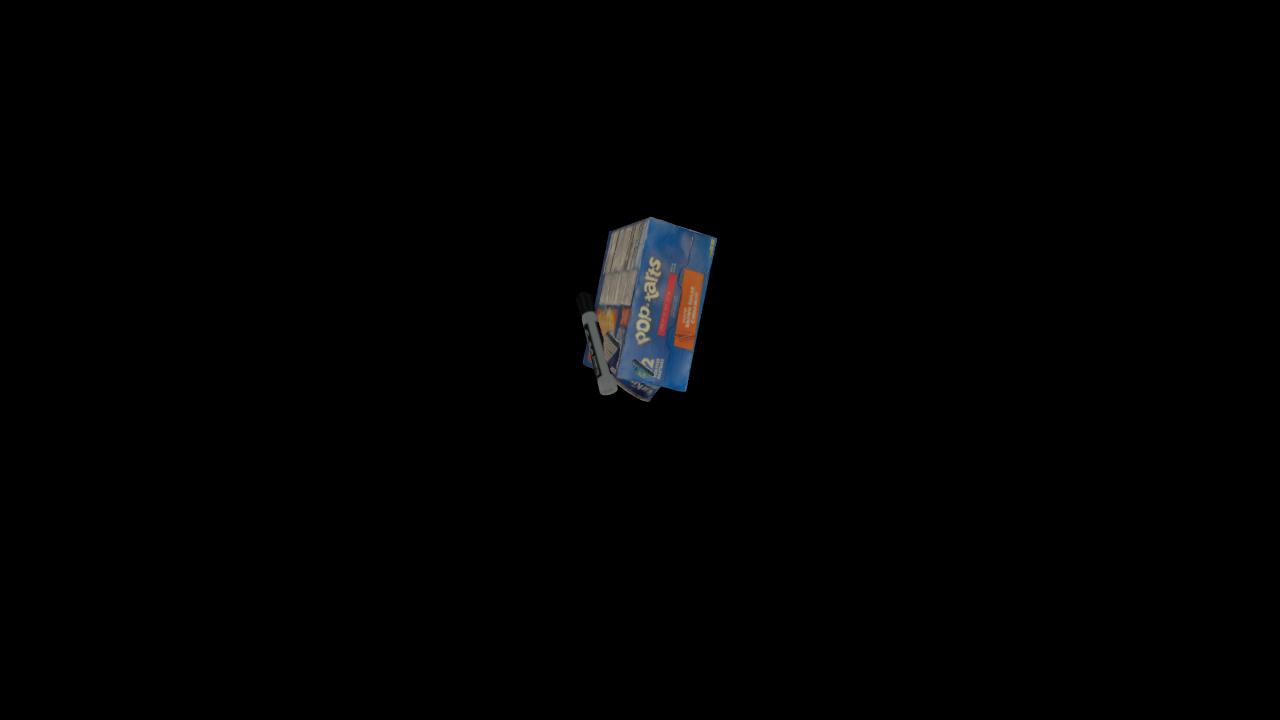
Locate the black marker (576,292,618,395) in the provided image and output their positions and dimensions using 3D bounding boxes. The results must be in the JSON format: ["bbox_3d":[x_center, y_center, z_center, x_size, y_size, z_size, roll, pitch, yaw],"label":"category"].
[{"bbox_3d":[-0.047,-0.020,0.645,0.020,0.121,0.020,-13,-26,-7],"label":"black marker"}]

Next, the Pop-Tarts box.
[{"bbox_3d":[0.006,-0.061,0.690,0.083,0.167,0.141,10,1,-20],"label":"Pop-Tarts box"}]

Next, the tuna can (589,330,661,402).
[{"bbox_3d":[-0.011,0.005,0.660,0.084,0.034,0.084,39,9,-8],"label":"tuna can"}]
